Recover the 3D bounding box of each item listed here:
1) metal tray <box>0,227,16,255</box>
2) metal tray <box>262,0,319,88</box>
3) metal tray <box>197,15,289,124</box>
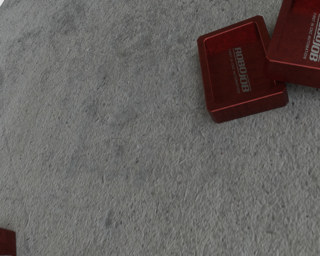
[{"bbox_3d":[-0.228,0.205,0.394,0.090,0.030,0.130,-30,52,8],"label":"metal tray"},{"bbox_3d":[0.177,-0.105,0.349,0.090,0.030,0.130,15,62,18],"label":"metal tray"},{"bbox_3d":[0.100,-0.077,0.394,0.090,0.030,0.130,-15,55,19],"label":"metal tray"}]
